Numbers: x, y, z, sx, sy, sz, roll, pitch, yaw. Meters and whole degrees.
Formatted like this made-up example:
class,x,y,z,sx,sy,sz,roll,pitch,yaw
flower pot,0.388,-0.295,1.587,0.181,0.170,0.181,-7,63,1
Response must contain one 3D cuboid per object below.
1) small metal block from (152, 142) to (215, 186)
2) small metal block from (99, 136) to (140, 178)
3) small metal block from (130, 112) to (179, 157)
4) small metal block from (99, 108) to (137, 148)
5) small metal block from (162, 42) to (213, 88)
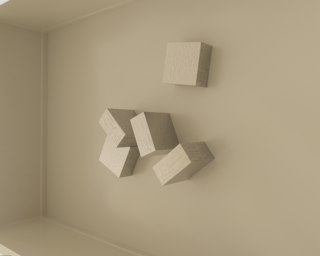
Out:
class,x,y,z,sx,sy,sz,roll,pitch,yaw
small metal block,0.028,0.042,0.367,0.050,0.050,0.025,-44,63,31
small metal block,-0.058,0.037,0.455,0.050,0.025,0.050,33,111,35
small metal block,-0.005,0.008,0.395,0.025,0.050,0.050,-28,73,37
small metal block,-0.048,0.000,0.431,0.050,0.050,0.025,52,120,27
small metal block,0.033,-0.077,0.380,0.050,0.025,0.050,11,97,39
